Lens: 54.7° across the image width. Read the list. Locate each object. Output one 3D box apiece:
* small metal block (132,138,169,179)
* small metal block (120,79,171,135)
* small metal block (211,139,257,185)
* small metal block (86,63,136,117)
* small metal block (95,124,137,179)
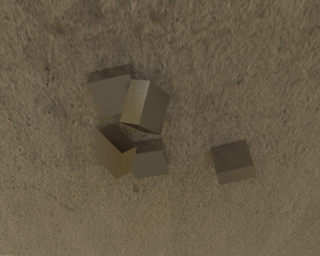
[{"bbox_3d":[-0.017,0.044,0.445,0.050,0.025,0.050,-9,130,7],"label":"small metal block"},{"bbox_3d":[-0.016,-0.023,0.356,0.025,0.050,0.050,9,171,30],"label":"small metal block"},{"bbox_3d":[0.102,0.047,0.433,0.050,0.050,0.025,-14,129,11],"label":"small metal block"},{"bbox_3d":[-0.052,-0.044,0.369,0.050,0.025,0.050,-11,130,9],"label":"small metal block"},{"bbox_3d":[-0.060,0.031,0.414,0.025,0.050,0.050,-26,145,-39],"label":"small metal block"}]
